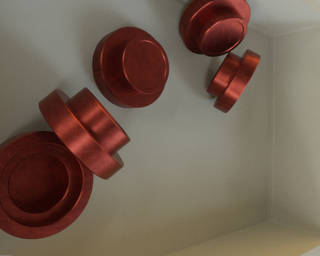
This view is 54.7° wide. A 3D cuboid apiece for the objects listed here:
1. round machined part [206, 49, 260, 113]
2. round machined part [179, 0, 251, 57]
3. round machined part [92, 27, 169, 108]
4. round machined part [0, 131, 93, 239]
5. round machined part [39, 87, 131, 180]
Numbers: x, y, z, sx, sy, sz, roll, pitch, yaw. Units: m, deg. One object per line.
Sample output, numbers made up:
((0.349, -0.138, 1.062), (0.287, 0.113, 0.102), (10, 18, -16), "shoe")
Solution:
((0.104, -0.074, 0.462), (0.042, 0.098, 0.098), (30, 67, 3), "round machined part")
((0.079, -0.136, 0.424), (0.099, 0.098, 0.042), (6, 51, -40), "round machined part")
((-0.028, -0.073, 0.374), (0.099, 0.042, 0.097), (0, 90, -40), "round machined part")
((-0.119, 0.051, 0.297), (0.099, 0.042, 0.097), (0, 90, -40), "round machined part")
((-0.066, -0.001, 0.301), (0.042, 0.098, 0.098), (-40, 118, -4), "round machined part")
